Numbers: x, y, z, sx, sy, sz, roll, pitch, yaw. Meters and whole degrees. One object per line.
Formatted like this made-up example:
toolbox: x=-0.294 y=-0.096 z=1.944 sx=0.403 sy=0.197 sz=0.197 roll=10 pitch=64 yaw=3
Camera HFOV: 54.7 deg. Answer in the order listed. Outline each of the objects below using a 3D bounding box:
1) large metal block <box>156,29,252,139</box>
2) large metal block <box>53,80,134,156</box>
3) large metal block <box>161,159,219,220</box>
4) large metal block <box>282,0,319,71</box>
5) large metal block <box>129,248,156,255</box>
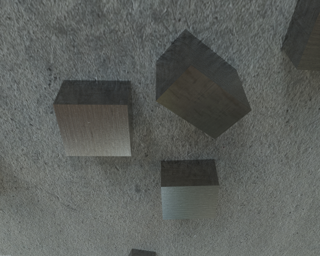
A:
large metal block: x=0.043 y=-0.047 z=0.331 sx=0.080 sy=0.080 sz=0.050 roll=31 pitch=123 yaw=-24
large metal block: x=-0.076 y=-0.011 z=0.380 sx=0.081 sy=0.050 sz=0.079 roll=0 pitch=130 yaw=-1
large metal block: x=0.043 y=0.094 z=0.471 sx=0.080 sy=0.050 sz=0.079 roll=-2 pitch=130 yaw=1
large metal block: x=0.179 y=-0.103 z=0.305 sx=0.081 sy=0.050 sz=0.079 roll=3 pitch=130 yaw=-3
large metal block: x=-0.045 y=0.306 z=0.631 sx=0.050 sy=0.080 sz=0.079 roll=13 pitch=129 yaw=-11
